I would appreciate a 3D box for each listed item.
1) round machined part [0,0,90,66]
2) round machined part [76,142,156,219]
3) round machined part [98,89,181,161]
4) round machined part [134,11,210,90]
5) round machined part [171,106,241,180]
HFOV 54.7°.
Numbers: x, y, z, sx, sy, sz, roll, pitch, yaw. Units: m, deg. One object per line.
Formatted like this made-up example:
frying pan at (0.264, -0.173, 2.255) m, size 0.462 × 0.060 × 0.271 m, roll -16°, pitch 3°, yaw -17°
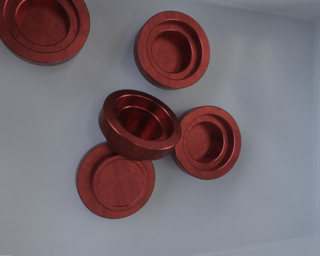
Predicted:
round machined part at (-0.132, -0.119, 0.353) m, size 0.099 × 0.042 × 0.097 m, roll 0°, pitch 90°, yaw -21°
round machined part at (-0.052, 0.064, 0.383) m, size 0.099 × 0.042 × 0.097 m, roll 0°, pitch 90°, yaw -21°
round machined part at (-0.027, 0.001, 0.374) m, size 0.099 × 0.042 × 0.098 m, roll 19°, pitch 39°, yaw -16°
round machined part at (0.012, -0.098, 0.407) m, size 0.099 × 0.042 × 0.097 m, roll 0°, pitch 90°, yaw -21°
round machined part at (0.058, 0.019, 0.424) m, size 0.099 × 0.042 × 0.097 m, roll 0°, pitch 90°, yaw -21°
